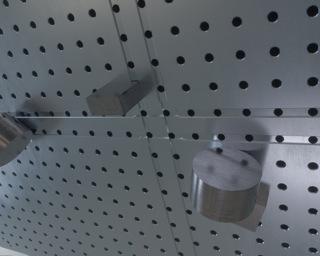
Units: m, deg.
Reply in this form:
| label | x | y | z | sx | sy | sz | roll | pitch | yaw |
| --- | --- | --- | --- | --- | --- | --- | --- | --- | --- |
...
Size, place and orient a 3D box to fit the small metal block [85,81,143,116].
| label | x | y | z | sx | sy | sz | roll | pitch | yaw |
| --- | --- | --- | --- | --- | --- | --- | --- | --- | --- |
| small metal block | -0.058 | -0.038 | 0.402 | 0.050 | 0.050 | 0.025 | 0 | 119 | 28 |

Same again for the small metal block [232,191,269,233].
| label | x | y | z | sx | sy | sz | roll | pitch | yaw |
| --- | --- | --- | --- | --- | --- | --- | --- | --- | --- |
| small metal block | 0.112 | 0.106 | 0.418 | 0.050 | 0.025 | 0.050 | 19 | 126 | 16 |

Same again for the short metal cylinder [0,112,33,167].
| label | x | y | z | sx | sy | sz | roll | pitch | yaw |
| --- | --- | --- | --- | --- | --- | --- | --- | --- | --- |
| short metal cylinder | -0.267 | 0.020 | 0.528 | 0.050 | 0.080 | 0.080 | 39 | 129 | 1 |

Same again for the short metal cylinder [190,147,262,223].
| label | x | y | z | sx | sy | sz | roll | pitch | yaw |
| --- | --- | --- | --- | --- | --- | --- | --- | --- | --- |
| short metal cylinder | 0.078 | 0.067 | 0.376 | 0.080 | 0.080 | 0.050 | 14 | 124 | 20 |
